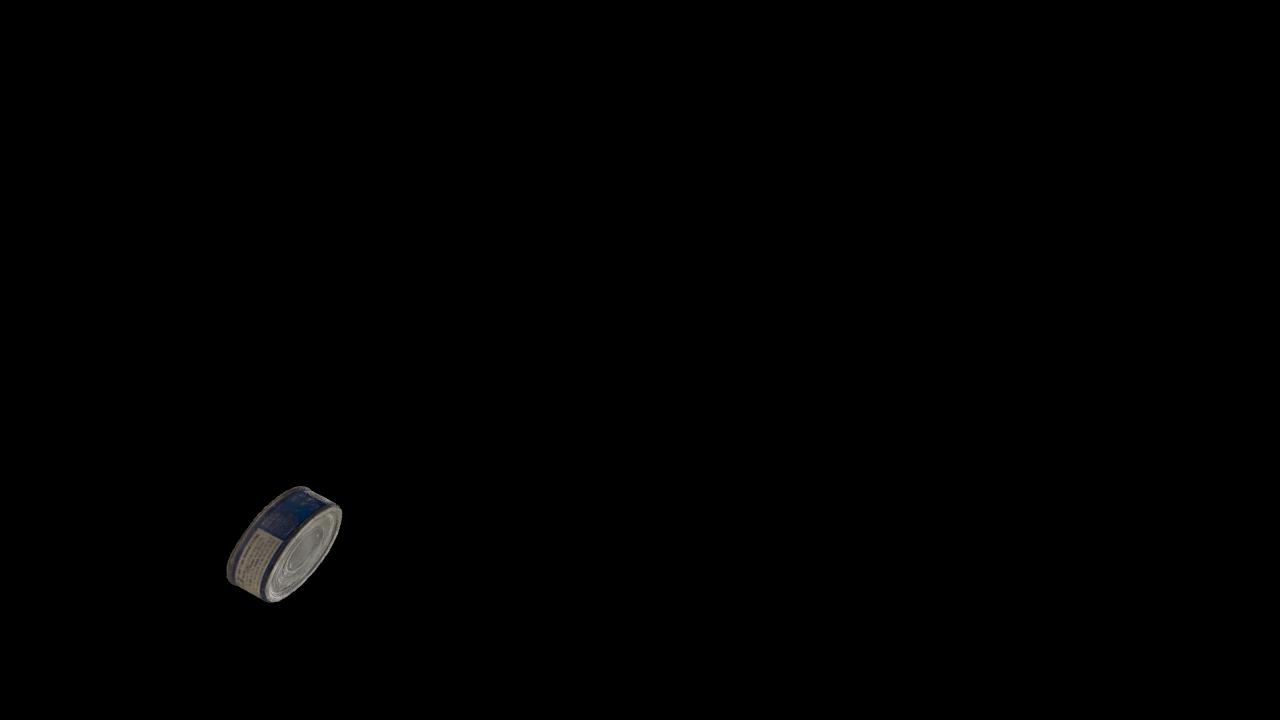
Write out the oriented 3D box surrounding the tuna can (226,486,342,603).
[{"bbox_3d":[-0.274,0.144,0.482,0.034,0.084,0.084,27,2,4],"label":"tuna can"}]
